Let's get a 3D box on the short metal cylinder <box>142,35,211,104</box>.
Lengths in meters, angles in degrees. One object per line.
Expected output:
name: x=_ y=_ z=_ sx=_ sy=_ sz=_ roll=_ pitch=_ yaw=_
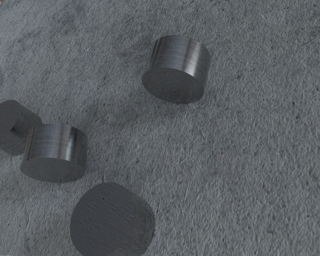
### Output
short metal cylinder: x=0.022 y=-0.074 z=0.402 sx=0.080 sy=0.080 sz=0.050 roll=1 pitch=62 yaw=29

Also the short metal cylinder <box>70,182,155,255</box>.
short metal cylinder: x=-0.052 y=0.108 z=0.349 sx=0.080 sy=0.050 sz=0.080 roll=-13 pitch=56 yaw=21

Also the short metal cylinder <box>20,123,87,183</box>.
short metal cylinder: x=-0.142 y=0.036 z=0.421 sx=0.080 sy=0.080 sz=0.050 roll=-16 pitch=56 yaw=19

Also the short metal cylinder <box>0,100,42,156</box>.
short metal cylinder: x=-0.247 y=0.000 z=0.518 sx=0.080 sy=0.050 sz=0.080 roll=-13 pitch=56 yaw=21
